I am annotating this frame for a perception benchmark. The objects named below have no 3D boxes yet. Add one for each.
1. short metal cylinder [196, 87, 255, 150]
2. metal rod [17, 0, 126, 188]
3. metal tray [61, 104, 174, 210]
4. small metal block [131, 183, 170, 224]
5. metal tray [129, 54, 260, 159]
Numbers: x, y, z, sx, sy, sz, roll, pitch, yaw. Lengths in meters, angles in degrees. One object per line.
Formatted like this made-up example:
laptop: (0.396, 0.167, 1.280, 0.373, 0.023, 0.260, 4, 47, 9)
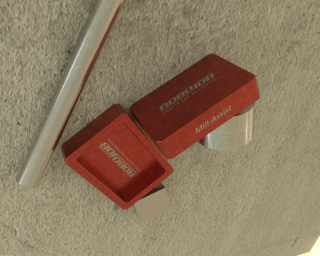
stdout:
short metal cylinder: (0.083, -0.015, 0.409, 0.081, 0.080, 0.050, -21, 127, -17)
metal rod: (-0.083, -0.063, 0.322, 0.025, 0.025, 0.298, 18, 109, -36)
metal tray: (-0.050, 0.042, 0.403, 0.090, 0.030, 0.130, -39, 130, -2)
small metal block: (-0.016, 0.110, 0.468, 0.050, 0.025, 0.050, -23, 127, -15)
metal tray: (0.038, -0.031, 0.368, 0.130, 0.090, 0.030, -34, 129, -6)
